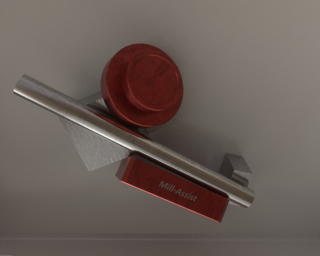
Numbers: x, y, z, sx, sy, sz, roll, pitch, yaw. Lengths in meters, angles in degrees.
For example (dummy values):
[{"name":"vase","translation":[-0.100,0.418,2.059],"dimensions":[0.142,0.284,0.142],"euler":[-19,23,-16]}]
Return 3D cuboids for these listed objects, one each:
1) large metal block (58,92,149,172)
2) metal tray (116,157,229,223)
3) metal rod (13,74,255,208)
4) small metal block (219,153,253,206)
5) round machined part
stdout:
[{"name":"large metal block","translation":[-0.067,-0.002,0.394],"dimensions":[0.080,0.050,0.080],"euler":[-21,109,7]},{"name":"metal tray","translation":[0.011,0.076,0.400],"dimensions":[0.131,0.090,0.030],"euler":[25,81,-10]},{"name":"metal rod","translation":[-0.020,0.021,0.362],"dimensions":[0.301,0.025,0.025],"euler":[27,108,-10]},{"name":"small metal block","translation":[0.099,0.069,0.423],"dimensions":[0.025,0.050,0.050],"euler":[14,110,-5]},{"name":"round machined part","translation":[-0.014,-0.050,0.354],"dimensions":[0.099,0.042,0.097],"euler":[4,82,-28]}]
